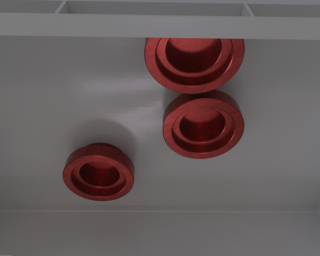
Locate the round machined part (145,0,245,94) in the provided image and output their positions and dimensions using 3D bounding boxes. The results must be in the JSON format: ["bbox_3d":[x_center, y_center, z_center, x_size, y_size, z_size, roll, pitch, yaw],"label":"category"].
[{"bbox_3d":[0.034,-0.086,0.321,0.099,0.042,0.097,1,136,1],"label":"round machined part"}]

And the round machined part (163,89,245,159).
[{"bbox_3d":[0.053,-0.009,0.390,0.099,0.042,0.097,0,130,0],"label":"round machined part"}]

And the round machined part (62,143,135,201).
[{"bbox_3d":[-0.086,0.059,0.447,0.099,0.042,0.097,0,130,0],"label":"round machined part"}]
